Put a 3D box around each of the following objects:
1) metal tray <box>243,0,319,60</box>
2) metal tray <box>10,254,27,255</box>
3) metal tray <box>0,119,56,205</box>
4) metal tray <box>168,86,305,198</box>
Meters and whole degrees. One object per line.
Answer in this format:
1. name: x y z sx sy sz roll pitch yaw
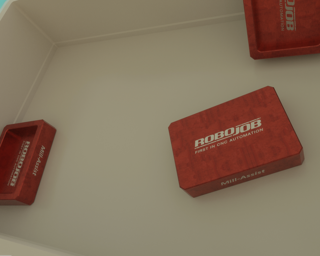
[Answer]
1. metal tray: 0.145 -0.149 0.355 0.090 0.129 0.030 0 32 28
2. metal tray: -0.145 0.213 0.349 0.130 0.030 0.090 14 70 33
3. metal tray: -0.224 0.054 0.487 0.090 0.030 0.130 -7 59 24
4. metal tray: 0.080 0.016 0.351 0.130 0.030 0.090 -21 54 15
